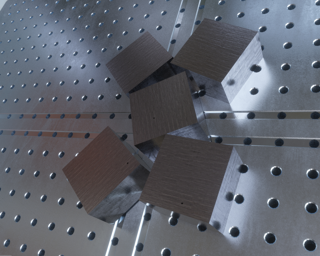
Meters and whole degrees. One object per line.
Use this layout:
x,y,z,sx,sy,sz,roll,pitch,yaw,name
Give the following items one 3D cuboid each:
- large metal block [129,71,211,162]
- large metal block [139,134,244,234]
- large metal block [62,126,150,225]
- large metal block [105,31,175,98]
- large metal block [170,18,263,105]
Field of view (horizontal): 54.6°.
0.011,-0.014,0.395,0.080,0.050,0.080,-20,54,16,large metal block
0.036,0.059,0.338,0.080,0.050,0.080,10,66,32,large metal block
-0.063,0.058,0.388,0.080,0.050,0.080,-44,51,-3,large metal block
-0.022,-0.083,0.455,0.080,0.050,0.080,-38,50,3,large metal block
0.075,-0.089,0.407,0.080,0.050,0.080,30,78,35,large metal block
